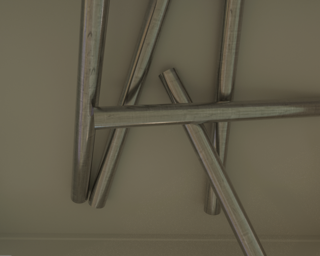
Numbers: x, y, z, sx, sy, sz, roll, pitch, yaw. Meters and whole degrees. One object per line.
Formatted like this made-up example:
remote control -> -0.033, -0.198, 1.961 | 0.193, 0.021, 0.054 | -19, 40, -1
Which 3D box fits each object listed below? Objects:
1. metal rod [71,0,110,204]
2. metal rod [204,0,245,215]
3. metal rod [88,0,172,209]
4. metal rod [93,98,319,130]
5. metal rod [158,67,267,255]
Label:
metal rod -> -0.085, -0.015, 0.357 | 0.025, 0.025, 0.298 | 12, 128, -5
metal rod -> 0.081, -0.019, 0.404 | 0.025, 0.025, 0.298 | 1, 110, -1
metal rod -> -0.044, -0.023, 0.402 | 0.025, 0.025, 0.298 | 18, 109, -7
metal rod -> 0.076, -0.019, 0.369 | 0.302, 0.025, 0.025 | -3, 111, -13
metal rod -> 0.074, 0.065, 0.384 | 0.025, 0.025, 0.299 | -26, 89, 9
